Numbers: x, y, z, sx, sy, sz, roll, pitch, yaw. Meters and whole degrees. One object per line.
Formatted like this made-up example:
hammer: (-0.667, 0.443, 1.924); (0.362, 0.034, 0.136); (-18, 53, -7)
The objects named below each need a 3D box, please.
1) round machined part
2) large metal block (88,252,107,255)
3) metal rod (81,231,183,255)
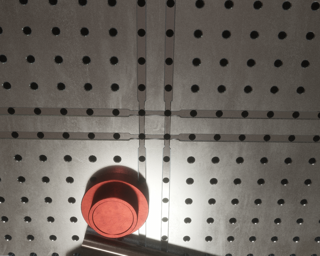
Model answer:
round machined part: (-0.065, 0.118, 0.447); (0.099, 0.042, 0.097); (0, 110, -1)
large metal block: (-0.105, 0.252, 0.492); (0.080, 0.050, 0.080); (-32, 107, 11)
metal rod: (0.026, 0.215, 0.493); (0.302, 0.025, 0.025); (17, 109, -7)
